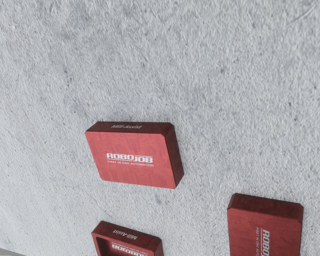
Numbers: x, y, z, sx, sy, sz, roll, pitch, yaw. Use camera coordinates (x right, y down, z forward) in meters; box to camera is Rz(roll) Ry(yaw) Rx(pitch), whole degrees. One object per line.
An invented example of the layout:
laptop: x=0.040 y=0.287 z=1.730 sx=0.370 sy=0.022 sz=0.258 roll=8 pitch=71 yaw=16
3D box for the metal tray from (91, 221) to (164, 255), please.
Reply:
metal tray: x=-0.058 y=0.230 z=0.576 sx=0.130 sy=0.030 sz=0.089 roll=8 pitch=122 yaw=24

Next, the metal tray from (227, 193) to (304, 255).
metal tray: x=0.143 y=0.155 z=0.424 sx=0.090 sy=0.030 sz=0.129 roll=5 pitch=121 yaw=25

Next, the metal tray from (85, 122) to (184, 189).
metal tray: x=-0.037 y=0.037 z=0.446 sx=0.130 sy=0.030 sz=0.089 roll=1 pitch=119 yaw=27
